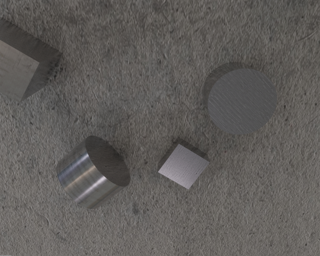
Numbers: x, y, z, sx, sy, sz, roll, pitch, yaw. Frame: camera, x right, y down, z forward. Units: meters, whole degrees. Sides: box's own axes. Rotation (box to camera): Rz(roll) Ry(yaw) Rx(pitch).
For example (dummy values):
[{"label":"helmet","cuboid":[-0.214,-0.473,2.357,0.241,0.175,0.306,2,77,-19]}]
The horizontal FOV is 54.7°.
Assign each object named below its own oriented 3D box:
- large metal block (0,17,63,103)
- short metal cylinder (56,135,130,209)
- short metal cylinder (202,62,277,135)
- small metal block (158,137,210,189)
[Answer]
[{"label":"large metal block","cuboid":[-0.169,-0.080,0.349,0.080,0.080,0.050,30,107,-11]},{"label":"short metal cylinder","cuboid":[-0.084,0.056,0.400,0.050,0.080,0.080,-39,106,13]},{"label":"short metal cylinder","cuboid":[0.096,-0.038,0.383,0.081,0.050,0.079,0,110,0]},{"label":"small metal block","cuboid":[0.032,0.048,0.428,0.050,0.025,0.050,32,107,-11]}]
